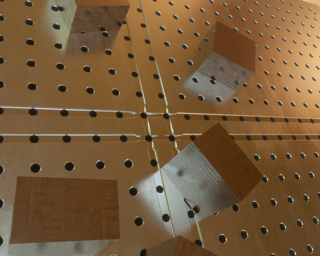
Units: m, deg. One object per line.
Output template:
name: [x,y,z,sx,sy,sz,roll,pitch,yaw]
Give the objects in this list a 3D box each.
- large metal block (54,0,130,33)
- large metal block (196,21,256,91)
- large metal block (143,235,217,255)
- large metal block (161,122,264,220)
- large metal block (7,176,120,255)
large metal block: [-0.103,-0.189,0.452,0.081,0.050,0.080,-16,70,-34]
large metal block: [0.113,-0.122,0.527,0.080,0.050,0.080,23,53,-14]
large metal block: [0.009,0.154,0.283,0.050,0.080,0.080,31,52,-9]
large metal block: [0.060,0.053,0.372,0.050,0.080,0.080,-32,80,-38]
large metal block: [-0.088,0.082,0.275,0.081,0.080,0.050,7,59,-25]
